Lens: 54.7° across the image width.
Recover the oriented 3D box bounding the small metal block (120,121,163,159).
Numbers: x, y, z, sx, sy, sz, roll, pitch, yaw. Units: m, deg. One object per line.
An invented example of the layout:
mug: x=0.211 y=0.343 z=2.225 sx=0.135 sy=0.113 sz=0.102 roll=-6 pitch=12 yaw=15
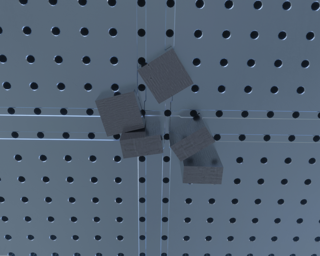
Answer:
small metal block: x=-0.023 y=0.015 z=0.405 sx=0.050 sy=0.050 sz=0.025 roll=-8 pitch=110 yaw=2

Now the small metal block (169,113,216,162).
small metal block: x=0.040 y=0.011 z=0.405 sx=0.050 sy=0.050 sz=0.025 roll=-31 pitch=107 yaw=10

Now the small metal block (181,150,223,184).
small metal block: x=0.055 y=0.052 z=0.420 sx=0.050 sy=0.050 sz=0.025 roll=2 pitch=110 yaw=-1

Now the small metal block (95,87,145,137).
small metal block: x=-0.051 y=-0.021 z=0.405 sx=0.050 sy=0.025 sz=0.050 roll=-14 pitch=110 yaw=4

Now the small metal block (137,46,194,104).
small metal block: x=0.007 y=-0.067 z=0.389 sx=0.050 sy=0.025 sz=0.050 roll=-30 pitch=108 yaw=10
